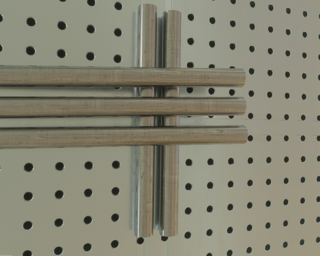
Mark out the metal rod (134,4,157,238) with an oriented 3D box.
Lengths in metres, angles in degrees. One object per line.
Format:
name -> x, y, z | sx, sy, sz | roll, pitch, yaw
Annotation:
metal rod -> -0.019, -0.010, 0.407 | 0.025, 0.025, 0.298 | 1, 90, -20

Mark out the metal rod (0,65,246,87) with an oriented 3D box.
metal rod -> -0.040, -0.062, 0.376 | 0.302, 0.025, 0.025 | -2, 91, -12

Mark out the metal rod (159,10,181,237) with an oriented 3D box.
metal rod -> 0.014, -0.006, 0.419 | 0.025, 0.025, 0.298 | 1, 90, -20

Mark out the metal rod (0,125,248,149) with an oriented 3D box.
metal rod -> -0.038, 0.010, 0.377 | 0.302, 0.025, 0.025 | -1, 90, -12

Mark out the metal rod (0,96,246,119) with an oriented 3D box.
metal rod -> -0.039, -0.026, 0.377 | 0.302, 0.025, 0.025 | -1, 91, -12
